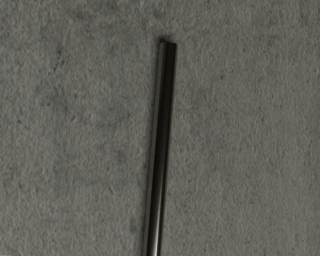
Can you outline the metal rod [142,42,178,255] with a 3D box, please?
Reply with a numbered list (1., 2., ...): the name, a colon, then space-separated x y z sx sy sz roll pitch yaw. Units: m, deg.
1. metal rod: 0.000 0.038 0.410 0.025 0.025 0.298 5 88 -20
